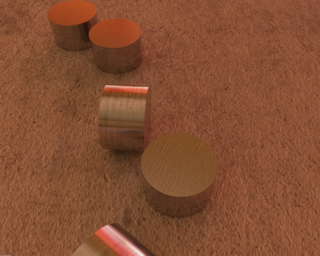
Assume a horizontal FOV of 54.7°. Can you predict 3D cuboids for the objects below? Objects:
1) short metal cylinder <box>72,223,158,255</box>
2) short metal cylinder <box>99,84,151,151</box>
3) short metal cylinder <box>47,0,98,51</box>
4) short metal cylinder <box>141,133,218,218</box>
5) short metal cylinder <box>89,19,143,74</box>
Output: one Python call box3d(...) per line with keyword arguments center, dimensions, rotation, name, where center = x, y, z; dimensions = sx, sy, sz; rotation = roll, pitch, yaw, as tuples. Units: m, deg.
box3d(center=(-0.042, 0.128, 0.259), dimensions=(0.050, 0.080, 0.080), rotation=(32, 57, 24), name="short metal cylinder")
box3d(center=(-0.040, -0.012, 0.377), dimensions=(0.050, 0.080, 0.080), rotation=(3, 50, 3), name="short metal cylinder")
box3d(center=(-0.146, -0.177, 0.535), dimensions=(0.080, 0.050, 0.080), rotation=(0, 50, 0), name="short metal cylinder")
box3d(center=(0.021, 0.052, 0.343), dimensions=(0.080, 0.050, 0.080), rotation=(0, 50, 0), name="short metal cylinder")
box3d(center=(-0.069, -0.132, 0.497), dimensions=(0.080, 0.050, 0.080), rotation=(0, 50, 0), name="short metal cylinder")
